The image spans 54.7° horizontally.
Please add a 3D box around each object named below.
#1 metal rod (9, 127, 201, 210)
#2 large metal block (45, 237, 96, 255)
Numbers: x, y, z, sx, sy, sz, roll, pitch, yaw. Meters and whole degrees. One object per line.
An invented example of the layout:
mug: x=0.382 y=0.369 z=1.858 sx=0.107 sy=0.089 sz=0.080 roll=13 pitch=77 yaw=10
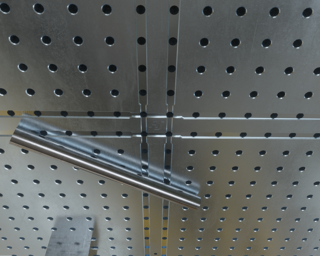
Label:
metal rod: x=-0.068 y=0.068 z=0.468 sx=0.302 sy=0.025 sz=0.025 roll=24 pitch=126 yaw=-20
large metal block: x=-0.175 y=0.260 z=0.615 sx=0.081 sy=0.050 sz=0.079 roll=0 pitch=130 yaw=-1
